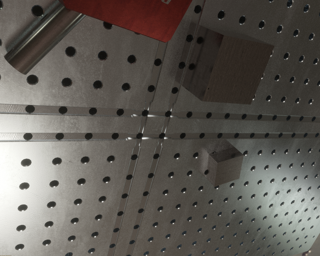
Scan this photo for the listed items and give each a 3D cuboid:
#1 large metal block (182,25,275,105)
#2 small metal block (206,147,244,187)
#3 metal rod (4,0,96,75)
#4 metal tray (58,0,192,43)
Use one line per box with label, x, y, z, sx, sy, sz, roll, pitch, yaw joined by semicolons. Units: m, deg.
large metal block;0.085;-0.078;0.395;0.081;0.050;0.079;1;118;-29
small metal block;0.107;0.064;0.512;0.050;0.025;0.050;-13;124;-22
metal rod;-0.031;-0.164;0.293;0.300;0.025;0.025;-44;130;2
metal tray;-0.021;-0.138;0.282;0.131;0.030;0.089;2;127;-48
